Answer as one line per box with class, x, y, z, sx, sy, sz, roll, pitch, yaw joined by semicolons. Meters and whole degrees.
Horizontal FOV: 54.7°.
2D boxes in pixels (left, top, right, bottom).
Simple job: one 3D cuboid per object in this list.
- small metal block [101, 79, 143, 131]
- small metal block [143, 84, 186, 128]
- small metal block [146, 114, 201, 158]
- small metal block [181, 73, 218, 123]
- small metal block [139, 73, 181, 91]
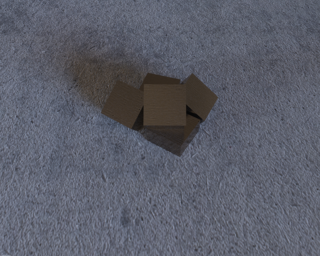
small metal block;-0.042;-0.030;0.414;0.050;0.025;0.050;27;91;19
small metal block;0.006;-0.026;0.379;0.050;0.025;0.050;0;83;0
small metal block;0.017;0.003;0.403;0.050;0.025;0.050;26;55;20
small metal block;0.045;-0.038;0.423;0.050;0.025;0.050;41;54;-10
small metal block;-0.002;-0.050;0.447;0.050;0.025;0.050;14;51;11
